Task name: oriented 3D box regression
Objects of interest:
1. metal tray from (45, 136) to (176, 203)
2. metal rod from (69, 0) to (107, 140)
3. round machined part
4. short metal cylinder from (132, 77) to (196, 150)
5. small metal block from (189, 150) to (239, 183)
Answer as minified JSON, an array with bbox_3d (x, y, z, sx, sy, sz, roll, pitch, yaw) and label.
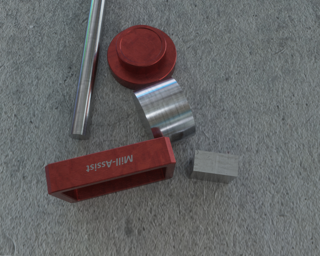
[{"bbox_3d":[-0.051,0.051,0.354,0.131,0.090,0.030,-13,71,-5],"label":"metal tray"},{"bbox_3d":[-0.098,-0.128,0.453,0.025,0.025,0.299,3,70,1],"label":"metal rod"},{"bbox_3d":[-0.026,-0.105,0.437,0.099,0.042,0.098,0,70,-1],"label":"round machined part"},{"bbox_3d":[0.004,-0.017,0.385,0.050,0.080,0.080,-22,72,-8],"label":"short metal cylinder"},{"bbox_3d":[0.064,0.048,0.378,0.050,0.050,0.025,7,70,2],"label":"small metal block"}]
